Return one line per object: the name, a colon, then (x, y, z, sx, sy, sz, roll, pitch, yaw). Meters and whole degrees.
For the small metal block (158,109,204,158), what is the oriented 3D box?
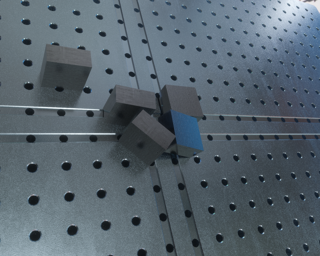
small metal block: (0.028, 0.008, 0.411, 0.050, 0.025, 0.050, 16, 53, -39)

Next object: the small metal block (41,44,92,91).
small metal block: (-0.114, -0.071, 0.375, 0.050, 0.050, 0.025, 3, 61, -27)

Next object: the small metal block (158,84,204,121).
small metal block: (0.030, -0.033, 0.446, 0.050, 0.025, 0.050, 2, 61, -28)

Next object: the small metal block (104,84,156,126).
small metal block: (-0.039, -0.025, 0.388, 0.050, 0.050, 0.025, 9, 58, -24)

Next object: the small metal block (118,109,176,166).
small metal block: (-0.017, 0.013, 0.376, 0.050, 0.050, 0.025, 39, 52, -2)
